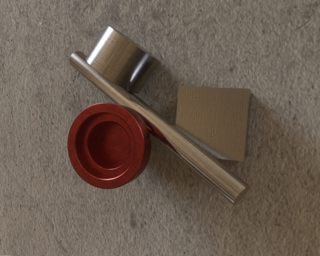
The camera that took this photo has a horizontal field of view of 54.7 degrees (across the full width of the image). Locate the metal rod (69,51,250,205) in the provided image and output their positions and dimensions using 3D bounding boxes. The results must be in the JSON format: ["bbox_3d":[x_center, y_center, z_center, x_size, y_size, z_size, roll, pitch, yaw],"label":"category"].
[{"bbox_3d":[-0.021,-0.017,0.377,0.300,0.025,0.025,40,103,30],"label":"metal rod"}]

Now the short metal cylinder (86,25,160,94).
[{"bbox_3d":[-0.047,-0.088,0.396,0.080,0.080,0.050,39,102,15],"label":"short metal cylinder"}]

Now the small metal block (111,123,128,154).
[{"bbox_3d":[-0.044,0.007,0.412,0.025,0.050,0.050,-2,89,20],"label":"small metal block"}]

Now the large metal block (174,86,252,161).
[{"bbox_3d":[0.065,-0.006,0.374,0.080,0.050,0.079,5,92,19],"label":"large metal block"}]

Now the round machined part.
[{"bbox_3d":[-0.056,0.020,0.367,0.098,0.042,0.097,1,92,19],"label":"round machined part"}]
